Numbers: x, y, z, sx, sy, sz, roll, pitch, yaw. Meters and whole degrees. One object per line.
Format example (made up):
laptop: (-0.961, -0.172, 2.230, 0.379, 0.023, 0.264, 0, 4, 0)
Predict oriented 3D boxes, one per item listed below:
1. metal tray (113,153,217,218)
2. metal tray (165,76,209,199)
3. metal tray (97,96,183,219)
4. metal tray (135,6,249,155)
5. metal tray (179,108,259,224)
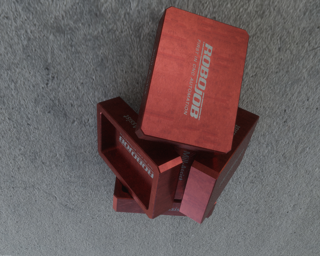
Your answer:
metal tray: (0.005, 0.074, 0.428, 0.131, 0.090, 0.030, 5, 130, -5)
metal tray: (0.025, 0.013, 0.377, 0.030, 0.090, 0.129, 5, 130, -5)
metal tray: (-0.031, 0.033, 0.373, 0.030, 0.130, 0.089, -22, 138, -31)
metal tray: (0.033, -0.045, 0.310, 0.091, 0.129, 0.030, 14, 170, -12)
metal tray: (0.075, 0.042, 0.380, 0.030, 0.131, 0.089, 27, 134, 21)
